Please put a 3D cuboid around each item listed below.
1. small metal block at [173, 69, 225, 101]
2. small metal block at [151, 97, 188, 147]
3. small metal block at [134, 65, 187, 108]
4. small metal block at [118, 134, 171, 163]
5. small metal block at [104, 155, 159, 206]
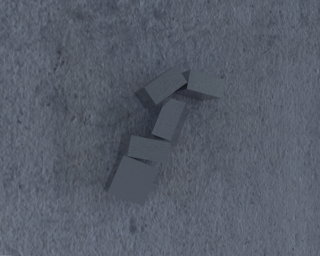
[{"bbox_3d":[0.050,-0.056,0.415,0.050,0.050,0.025,12,86,-20],"label":"small metal block"},{"bbox_3d":[0.014,-0.007,0.399,0.025,0.050,0.050,20,82,12],"label":"small metal block"},{"bbox_3d":[-0.001,-0.051,0.396,0.050,0.050,0.025,-37,101,-16],"label":"small metal block"},{"bbox_3d":[-0.021,0.025,0.389,0.050,0.050,0.025,13,86,-20],"label":"small metal block"},{"bbox_3d":[-0.037,0.066,0.396,0.050,0.025,0.050,25,82,-19],"label":"small metal block"}]
